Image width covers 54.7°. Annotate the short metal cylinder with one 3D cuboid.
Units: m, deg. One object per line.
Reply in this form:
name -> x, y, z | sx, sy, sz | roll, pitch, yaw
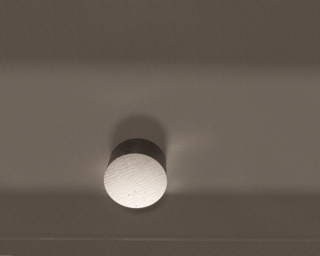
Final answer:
short metal cylinder -> -0.031, 0.060, 0.420 | 0.081, 0.050, 0.079 | 0, 110, -1
